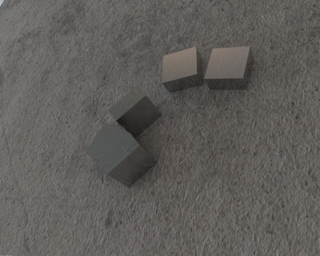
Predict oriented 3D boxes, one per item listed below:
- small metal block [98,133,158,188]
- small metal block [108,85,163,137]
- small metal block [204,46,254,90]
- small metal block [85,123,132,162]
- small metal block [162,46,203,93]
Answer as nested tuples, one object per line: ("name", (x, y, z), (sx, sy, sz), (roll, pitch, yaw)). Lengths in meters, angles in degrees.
("small metal block", (-0.038, 0.041, 0.383), (0.050, 0.050, 0.025), (-41, 51, 0))
("small metal block", (-0.032, -0.021, 0.418), (0.050, 0.050, 0.025), (-41, 51, 0))
("small metal block", (0.091, -0.077, 0.404), (0.050, 0.025, 0.050), (4, 64, 30))
("small metal block", (-0.065, 0.026, 0.422), (0.050, 0.025, 0.050), (19, 72, 35))
("small metal block", (0.032, -0.082, 0.437), (0.050, 0.025, 0.050), (-11, 57, 22))
